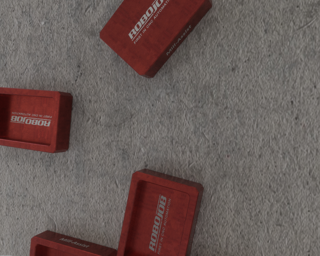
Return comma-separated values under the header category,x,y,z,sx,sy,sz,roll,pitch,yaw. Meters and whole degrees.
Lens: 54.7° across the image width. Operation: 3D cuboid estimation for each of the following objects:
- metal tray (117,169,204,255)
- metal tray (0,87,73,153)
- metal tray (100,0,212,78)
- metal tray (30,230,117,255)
category,x,y,z,sx,sy,sz,roll,pitch,yaw
metal tray,-0.001,0.127,0.406,0.090,0.030,0.129,13,94,19
metal tray,-0.201,-0.014,0.477,0.130,0.030,0.089,6,92,19
metal tray,-0.007,-0.143,0.409,0.090,0.030,0.130,45,104,14
metal tray,-0.129,0.211,0.451,0.130,0.030,0.089,7,92,19
